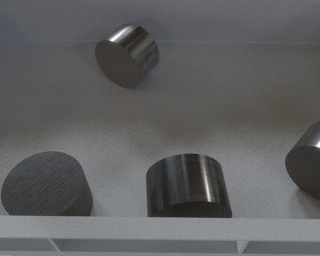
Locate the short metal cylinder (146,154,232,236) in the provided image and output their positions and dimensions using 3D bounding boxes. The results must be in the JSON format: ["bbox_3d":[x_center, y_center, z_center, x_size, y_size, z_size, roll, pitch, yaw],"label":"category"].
[{"bbox_3d":[0.027,0.069,0.311,0.081,0.080,0.050,-3,50,-3],"label":"short metal cylinder"}]

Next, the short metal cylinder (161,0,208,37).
[{"bbox_3d":[0.042,-0.210,0.548,0.080,0.080,0.050,1,50,1],"label":"short metal cylinder"}]

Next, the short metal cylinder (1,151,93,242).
[{"bbox_3d":[-0.116,0.072,0.328,0.080,0.050,0.080,0,50,0],"label":"short metal cylinder"}]

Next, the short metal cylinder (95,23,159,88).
[{"bbox_3d":[-0.048,-0.106,0.458,0.080,0.080,0.050,26,55,20],"label":"short metal cylinder"}]

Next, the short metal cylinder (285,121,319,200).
[{"bbox_3d":[0.188,0.037,0.339,0.080,0.080,0.050,35,59,26],"label":"short metal cylinder"}]
